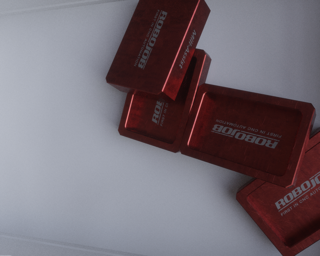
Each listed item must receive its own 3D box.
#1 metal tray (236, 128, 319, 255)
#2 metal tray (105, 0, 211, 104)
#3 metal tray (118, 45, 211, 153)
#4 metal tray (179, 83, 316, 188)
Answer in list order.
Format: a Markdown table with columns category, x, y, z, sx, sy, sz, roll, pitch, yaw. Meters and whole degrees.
| category | x | y | z | sx | sy | sz | roll | pitch | yaw |
| --- | --- | --- | --- | --- | --- | --- | --- | --- | --- |
| metal tray | 0.165 | 0.071 | 0.349 | 0.130 | 0.030 | 0.090 | -42 | 77 | 15 |
| metal tray | -0.003 | -0.102 | 0.381 | 0.090 | 0.030 | 0.130 | 18 | 82 | 34 |
| metal tray | 0.005 | -0.042 | 0.403 | 0.090 | 0.030 | 0.129 | 17 | 95 | 21 |
| metal tray | 0.096 | 0.006 | 0.353 | 0.130 | 0.030 | 0.090 | 16 | 87 | 30 |
